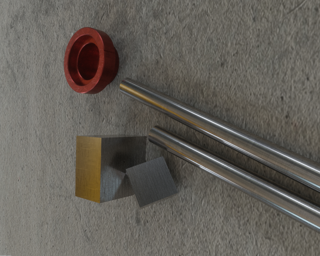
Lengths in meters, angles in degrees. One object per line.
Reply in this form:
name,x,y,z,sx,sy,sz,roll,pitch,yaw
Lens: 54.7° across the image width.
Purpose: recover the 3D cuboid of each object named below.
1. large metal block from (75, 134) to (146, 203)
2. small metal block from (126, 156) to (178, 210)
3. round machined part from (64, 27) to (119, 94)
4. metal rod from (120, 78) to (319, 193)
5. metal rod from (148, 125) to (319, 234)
large metal block,-0.065,0.050,0.421,0.050,0.081,0.079,3,92,40
small metal block,-0.011,0.070,0.393,0.025,0.050,0.050,108,142,-67
round machined part,-0.101,-0.100,0.474,0.098,0.042,0.097,0,90,39
metal rod,0.059,-0.002,0.354,0.300,0.025,0.025,29,108,36
metal rod,0.102,0.061,0.319,0.300,0.025,0.025,26,106,36
